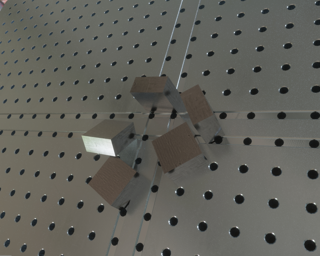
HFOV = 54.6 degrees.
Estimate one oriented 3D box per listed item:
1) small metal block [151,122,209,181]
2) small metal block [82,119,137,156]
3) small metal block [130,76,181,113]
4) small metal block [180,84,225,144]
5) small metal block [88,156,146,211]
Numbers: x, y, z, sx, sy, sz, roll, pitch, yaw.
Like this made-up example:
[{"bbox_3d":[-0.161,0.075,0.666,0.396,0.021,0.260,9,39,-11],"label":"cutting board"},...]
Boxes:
[{"bbox_3d":[0.024,0.028,0.379,0.050,0.025,0.050,-30,52,9],"label":"small metal block"},{"bbox_3d":[-0.068,0.012,0.423,0.050,0.025,0.050,6,30,31],"label":"small metal block"},{"bbox_3d":[-0.004,-0.045,0.423,0.050,0.050,0.025,4,64,30],"label":"small metal block"},{"bbox_3d":[0.052,-0.016,0.376,0.025,0.050,0.050,-28,52,11],"label":"small metal block"},{"bbox_3d":[-0.055,0.068,0.396,0.050,0.025,0.050,31,79,38],"label":"small metal block"}]
